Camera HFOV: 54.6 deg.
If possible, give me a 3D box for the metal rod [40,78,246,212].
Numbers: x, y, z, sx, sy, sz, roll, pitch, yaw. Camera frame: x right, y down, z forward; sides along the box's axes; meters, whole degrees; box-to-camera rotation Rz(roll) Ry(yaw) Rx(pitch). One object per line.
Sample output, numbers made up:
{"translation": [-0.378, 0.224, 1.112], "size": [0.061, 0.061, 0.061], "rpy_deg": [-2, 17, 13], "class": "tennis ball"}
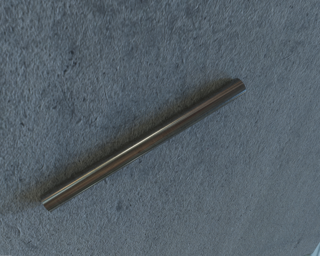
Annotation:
{"translation": [-0.015, 0.018, 0.411], "size": [0.301, 0.025, 0.025], "rpy_deg": [-31, 129, -8], "class": "metal rod"}
